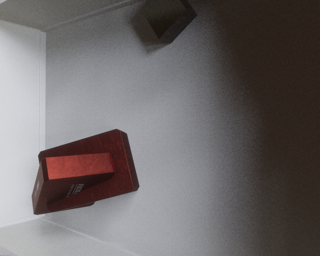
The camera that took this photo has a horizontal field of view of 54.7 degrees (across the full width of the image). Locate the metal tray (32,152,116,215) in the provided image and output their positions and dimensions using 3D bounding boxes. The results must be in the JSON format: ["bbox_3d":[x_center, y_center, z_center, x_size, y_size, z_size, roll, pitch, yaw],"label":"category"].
[{"bbox_3d":[-0.126,0.081,0.439,0.129,0.091,0.030,-53,48,48],"label":"metal tray"}]

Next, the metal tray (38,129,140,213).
[{"bbox_3d":[-0.104,0.062,0.449,0.130,0.030,0.090,-16,79,9],"label":"metal tray"}]

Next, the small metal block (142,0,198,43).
[{"bbox_3d":[0.012,-0.146,0.395,0.050,0.025,0.050,-42,65,32],"label":"small metal block"}]
